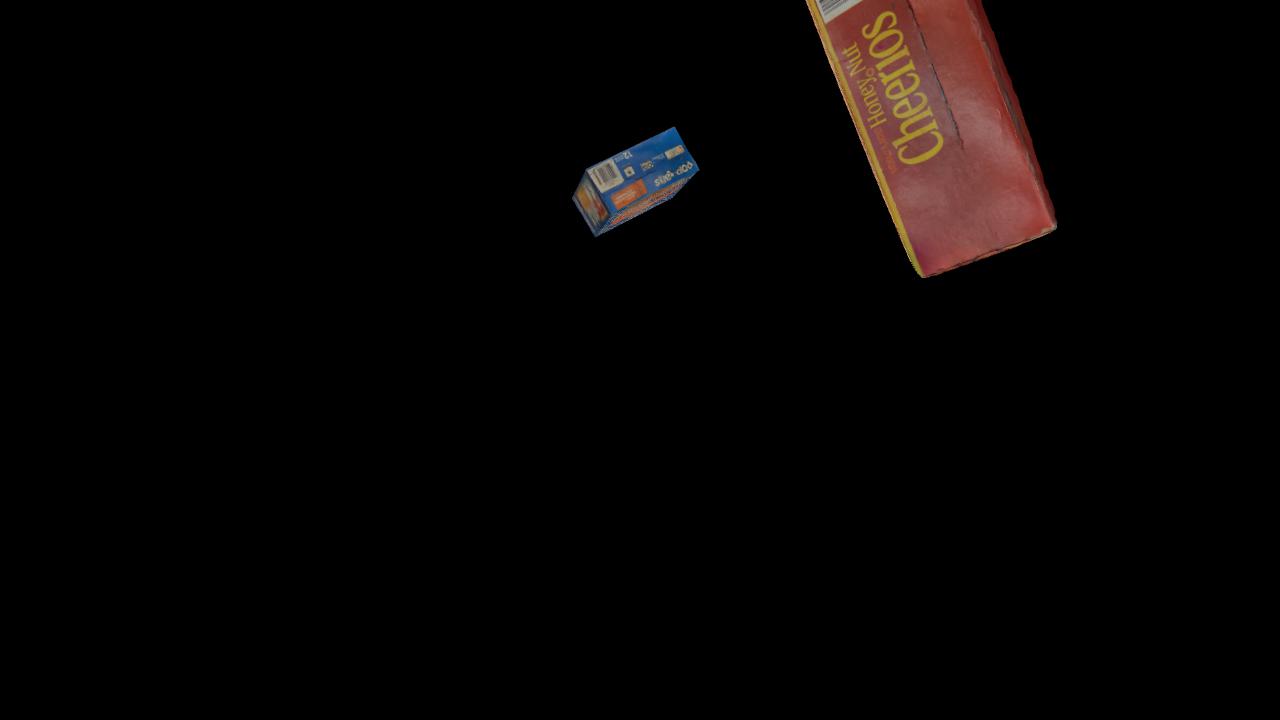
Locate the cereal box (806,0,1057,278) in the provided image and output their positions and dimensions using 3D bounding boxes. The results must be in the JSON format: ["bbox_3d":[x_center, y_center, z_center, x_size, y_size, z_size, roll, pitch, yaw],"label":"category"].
[{"bbox_3d":[0.216,-0.187,0.448,0.081,0.203,0.306,-21,6,33],"label":"cereal box"}]

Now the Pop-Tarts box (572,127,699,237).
[{"bbox_3d":[-0.011,-0.288,1.010,0.167,0.083,0.141,-30,5,-15],"label":"Pop-Tarts box"}]
